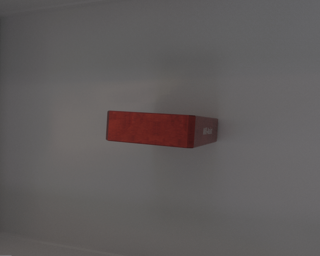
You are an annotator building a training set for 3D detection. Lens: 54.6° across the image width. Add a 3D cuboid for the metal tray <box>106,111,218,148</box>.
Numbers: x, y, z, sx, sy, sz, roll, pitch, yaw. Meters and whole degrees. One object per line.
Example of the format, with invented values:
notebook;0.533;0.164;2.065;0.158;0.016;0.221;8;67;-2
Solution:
metal tray;0.010;0.000;0.352;0.090;0.130;0.030;4;92;20
